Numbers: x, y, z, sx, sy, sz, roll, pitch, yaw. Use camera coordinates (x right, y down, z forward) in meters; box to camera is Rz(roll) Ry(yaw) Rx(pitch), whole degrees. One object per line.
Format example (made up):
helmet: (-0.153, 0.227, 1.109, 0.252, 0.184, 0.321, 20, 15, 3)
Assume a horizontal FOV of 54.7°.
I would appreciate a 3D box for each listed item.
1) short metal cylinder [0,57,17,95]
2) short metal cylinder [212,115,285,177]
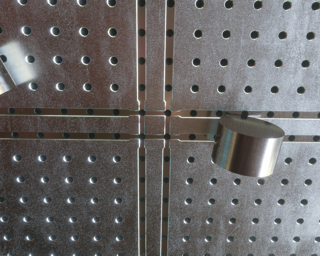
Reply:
short metal cylinder: (-0.219, -0.055, 0.361, 0.080, 0.080, 0.050, -21, 109, 7)
short metal cylinder: (0.110, 0.020, 0.393, 0.081, 0.080, 0.050, 7, 110, -3)
